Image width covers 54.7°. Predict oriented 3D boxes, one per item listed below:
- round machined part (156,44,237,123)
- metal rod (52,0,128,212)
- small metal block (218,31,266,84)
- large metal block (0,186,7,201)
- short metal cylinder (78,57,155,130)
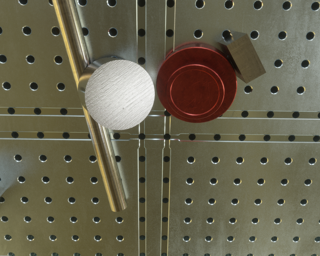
[{"bbox_3d":[0.043,-0.049,0.377,0.099,0.042,0.097,4,117,8],"label":"round machined part"},{"bbox_3d":[-0.087,-0.022,0.404,0.025,0.025,0.298,-10,110,3],"label":"metal rod"},{"bbox_3d":[0.097,-0.085,0.370,0.025,0.050,0.050,-30,108,10],"label":"small metal block"},{"bbox_3d":[-0.270,0.123,0.425,0.050,0.080,0.080,32,107,-12],"label":"large metal block"},{"bbox_3d":[-0.053,-0.042,0.370,0.081,0.050,0.079,-7,107,-22],"label":"short metal cylinder"}]
